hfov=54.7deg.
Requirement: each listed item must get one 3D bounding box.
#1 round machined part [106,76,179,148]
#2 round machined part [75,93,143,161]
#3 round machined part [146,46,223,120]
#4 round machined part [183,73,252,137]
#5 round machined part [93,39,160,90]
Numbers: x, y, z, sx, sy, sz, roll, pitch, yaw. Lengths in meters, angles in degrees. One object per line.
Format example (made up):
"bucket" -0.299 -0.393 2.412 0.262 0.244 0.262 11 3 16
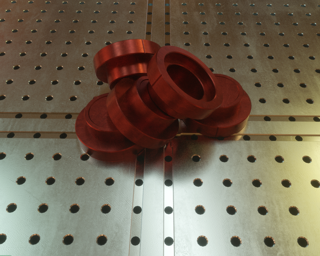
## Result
"round machined part" -0.013 -0.026 0.388 0.098 0.042 0.098 28 39 -25
"round machined part" -0.061 -0.009 0.403 0.099 0.042 0.098 0 50 0
"round machined part" 0.025 -0.050 0.376 0.099 0.042 0.098 24 43 -24
"round machined part" 0.077 -0.038 0.429 0.099 0.042 0.098 0 50 0
"round machined part" -0.041 -0.080 0.433 0.099 0.098 0.042 -10 77 -8
